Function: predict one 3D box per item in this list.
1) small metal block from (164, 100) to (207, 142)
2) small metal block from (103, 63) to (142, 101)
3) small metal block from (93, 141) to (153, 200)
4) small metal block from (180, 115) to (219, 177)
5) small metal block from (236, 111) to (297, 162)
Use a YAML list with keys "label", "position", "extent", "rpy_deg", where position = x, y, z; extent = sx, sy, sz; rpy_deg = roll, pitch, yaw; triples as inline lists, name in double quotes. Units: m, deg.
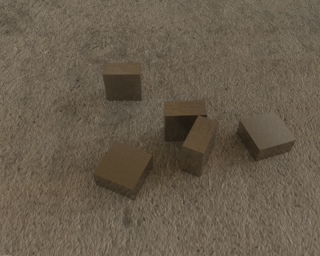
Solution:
- label: "small metal block"
  position: [0.031, -0.008, 0.394]
  extent: [0.050, 0.050, 0.025]
  rpy_deg: [-2, 50, -2]
- label: "small metal block"
  position: [-0.052, -0.065, 0.441]
  extent: [0.050, 0.050, 0.025]
  rpy_deg: [-1, 50, -1]
- label: "small metal block"
  position: [-0.042, 0.049, 0.362]
  extent: [0.050, 0.025, 0.050]
  rpy_deg: [19, 53, 15]
- label: "small metal block"
  position: [0.046, 0.022, 0.369]
  extent: [0.025, 0.050, 0.050]
  rpy_deg: [20, 53, 16]
- label: "small metal block"
  position: [0.134, 0.010, 0.395]
  extent: [0.050, 0.025, 0.050]
  rpy_deg: [-14, 52, -12]
